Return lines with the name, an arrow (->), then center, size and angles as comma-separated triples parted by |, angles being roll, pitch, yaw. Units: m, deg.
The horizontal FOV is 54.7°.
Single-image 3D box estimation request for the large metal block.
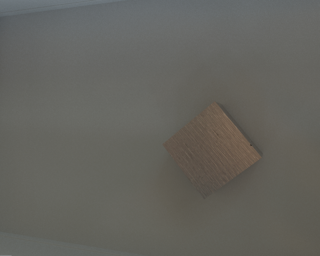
large metal block -> 0.064, 0.026, 0.374 | 0.080, 0.050, 0.080 | -40, 78, 15
